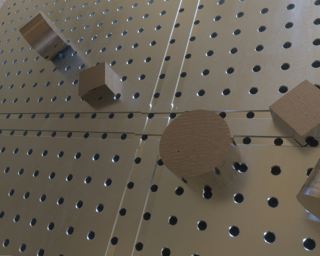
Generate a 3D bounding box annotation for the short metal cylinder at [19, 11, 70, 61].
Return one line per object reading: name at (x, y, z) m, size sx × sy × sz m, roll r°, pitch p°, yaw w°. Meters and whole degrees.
short metal cylinder at (-0.222, -0.177, 0.598) m, size 0.050 × 0.080 × 0.080 m, roll -38°, pitch 51°, yaw 3°

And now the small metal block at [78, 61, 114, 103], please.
small metal block at (-0.105, -0.075, 0.510) m, size 0.050 × 0.025 × 0.050 m, roll -19°, pitch 54°, yaw 17°

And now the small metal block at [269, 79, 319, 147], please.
small metal block at (0.157, -0.017, 0.336) m, size 0.050 × 0.025 × 0.050 m, roll -37°, pitch 51°, yaw 3°

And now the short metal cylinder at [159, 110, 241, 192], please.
short metal cylinder at (0.046, 0.026, 0.352) m, size 0.080 × 0.050 × 0.080 m, roll -13°, pitch 56°, yaw 21°

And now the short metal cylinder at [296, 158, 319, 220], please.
short metal cylinder at (0.163, 0.057, 0.253) m, size 0.080 × 0.080 × 0.050 m, roll 29°, pitch 78°, yaw 37°
